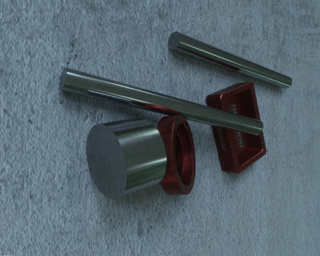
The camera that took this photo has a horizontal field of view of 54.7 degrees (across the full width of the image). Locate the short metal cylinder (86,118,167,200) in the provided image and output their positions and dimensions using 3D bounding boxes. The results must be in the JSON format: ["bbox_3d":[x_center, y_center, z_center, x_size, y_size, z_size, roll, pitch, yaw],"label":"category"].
[{"bbox_3d":[-0.038,0.031,0.337,0.050,0.080,0.079,-12,98,-39],"label":"short metal cylinder"}]

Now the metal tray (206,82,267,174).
[{"bbox_3d":[0.128,-0.002,0.507,0.091,0.030,0.129,-24,105,-37],"label":"metal tray"}]

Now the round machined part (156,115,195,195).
[{"bbox_3d":[0.011,0.034,0.385,0.098,0.042,0.097,-7,90,-70],"label":"round machined part"}]

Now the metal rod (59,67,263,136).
[{"bbox_3d":[0.025,-0.026,0.401,0.302,0.025,0.025,11,83,-32],"label":"metal rod"}]

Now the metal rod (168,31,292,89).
[{"bbox_3d":[0.134,-0.104,0.516,0.302,0.025,0.025,7,86,-40],"label":"metal rod"}]
